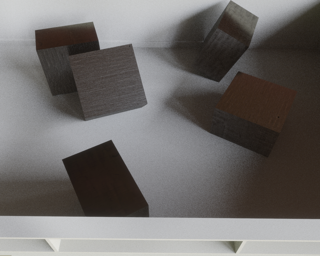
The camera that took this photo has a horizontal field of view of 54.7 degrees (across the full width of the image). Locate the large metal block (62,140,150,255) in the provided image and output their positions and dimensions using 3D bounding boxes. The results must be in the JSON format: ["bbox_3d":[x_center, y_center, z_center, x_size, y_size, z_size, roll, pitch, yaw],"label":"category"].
[{"bbox_3d":[-0.051,0.073,0.307,0.050,0.080,0.080,-23,54,-18],"label":"large metal block"}]

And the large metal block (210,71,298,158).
[{"bbox_3d":[0.122,-0.020,0.407,0.080,0.050,0.080,24,54,18],"label":"large metal block"}]

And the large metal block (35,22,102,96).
[{"bbox_3d":[-0.128,-0.100,0.451,0.081,0.080,0.050,-13,50,-11],"label":"large metal block"}]

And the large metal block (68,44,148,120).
[{"bbox_3d":[-0.069,-0.059,0.412,0.081,0.050,0.080,-15,91,-13],"label":"large metal block"}]

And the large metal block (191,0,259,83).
[{"bbox_3d":[0.099,-0.131,0.473,0.050,0.080,0.080,30,53,-5],"label":"large metal block"}]
